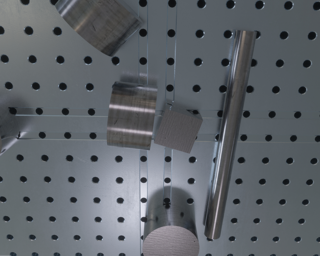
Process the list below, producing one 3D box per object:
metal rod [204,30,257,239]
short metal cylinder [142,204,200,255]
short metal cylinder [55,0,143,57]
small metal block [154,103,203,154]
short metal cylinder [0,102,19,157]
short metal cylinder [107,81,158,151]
[{"bbox_3d":[0.092,0.023,0.422,0.025,0.025,0.298,4,110,-2],"label":"metal rod"},{"bbox_3d":[0.015,0.162,0.460,0.081,0.050,0.079,0,110,0],"label":"short metal cylinder"},{"bbox_3d":[-0.064,-0.125,0.338,0.080,0.080,0.050,43,105,-14],"label":"short metal cylinder"},{"bbox_3d":[0.024,0.001,0.414,0.050,0.025,0.050,17,109,-7],"label":"small metal block"},{"bbox_3d":[-0.233,0.006,0.400,0.081,0.050,0.079,0,110,0],"label":"short metal cylinder"},{"bbox_3d":[-0.033,-0.015,0.378,0.050,0.080,0.079,7,110,-3],"label":"short metal cylinder"}]
